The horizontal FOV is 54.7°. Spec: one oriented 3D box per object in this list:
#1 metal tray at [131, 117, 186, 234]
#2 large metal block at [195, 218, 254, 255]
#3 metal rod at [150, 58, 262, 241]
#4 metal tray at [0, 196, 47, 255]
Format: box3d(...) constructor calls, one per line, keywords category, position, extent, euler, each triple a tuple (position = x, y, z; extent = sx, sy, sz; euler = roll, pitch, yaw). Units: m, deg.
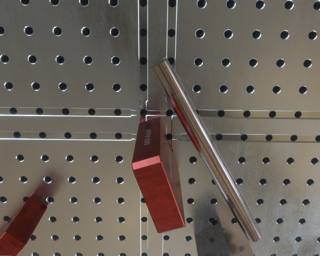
box3d(category="metal tray", position=(0.000, 0.050, 0.376), extent=(0.030, 0.130, 0.090), euler=(-17, 109, 6))
box3d(category="large metal block", position=(0.101, 0.196, 0.457), extent=(0.050, 0.080, 0.080), euler=(-42, 105, 14))
box3d(category="metal rod", position=(0.071, 0.042, 0.429), extent=(0.025, 0.025, 0.299), euler=(-28, 108, 10))
box3d(category="metal tray", position=(-0.223, 0.168, 0.438), extent=(0.030, 0.090, 0.130), euler=(41, 105, -14))
